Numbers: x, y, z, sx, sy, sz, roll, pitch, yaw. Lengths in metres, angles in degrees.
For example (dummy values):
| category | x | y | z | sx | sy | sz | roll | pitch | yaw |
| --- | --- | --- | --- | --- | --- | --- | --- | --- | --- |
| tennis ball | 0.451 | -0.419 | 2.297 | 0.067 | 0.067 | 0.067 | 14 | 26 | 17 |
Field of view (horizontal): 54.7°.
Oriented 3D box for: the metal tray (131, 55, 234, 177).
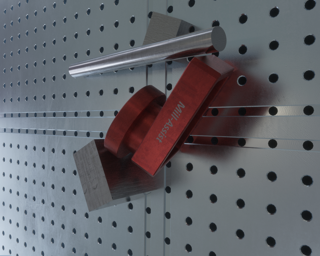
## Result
| category | x | y | z | sx | sy | sz | roll | pitch | yaw |
| --- | --- | --- | --- | --- | --- | --- | --- | --- | --- |
| metal tray | 0.027 | -0.016 | 0.341 | 0.030 | 0.090 | 0.129 | 36 | 114 | 10 |

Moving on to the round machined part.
| category | x | y | z | sx | sy | sz | roll | pitch | yaw |
| --- | --- | --- | --- | --- | --- | --- | --- | --- | --- |
| round machined part | -0.021 | -0.001 | 0.384 | 0.042 | 0.098 | 0.097 | 36 | 114 | 10 |

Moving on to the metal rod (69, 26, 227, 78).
| category | x | y | z | sx | sy | sz | roll | pitch | yaw |
| --- | --- | --- | --- | --- | --- | --- | --- | --- | --- |
| metal rod | -0.043 | -0.094 | 0.419 | 0.300 | 0.025 | 0.025 | 3 | 92 | 47 |

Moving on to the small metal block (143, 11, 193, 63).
| category | x | y | z | sx | sy | sz | roll | pitch | yaw |
| --- | --- | --- | --- | --- | --- | --- | --- | --- | --- |
| small metal block | 0.009 | -0.118 | 0.402 | 0.050 | 0.025 | 0.050 | 31 | 109 | 35 |

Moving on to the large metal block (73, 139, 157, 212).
| category | x | y | z | sx | sy | sz | roll | pitch | yaw |
| --- | --- | --- | --- | --- | --- | --- | --- | --- | --- |
| large metal block | -0.061 | 0.061 | 0.424 | 0.050 | 0.081 | 0.080 | -32 | 70 | 35 |
